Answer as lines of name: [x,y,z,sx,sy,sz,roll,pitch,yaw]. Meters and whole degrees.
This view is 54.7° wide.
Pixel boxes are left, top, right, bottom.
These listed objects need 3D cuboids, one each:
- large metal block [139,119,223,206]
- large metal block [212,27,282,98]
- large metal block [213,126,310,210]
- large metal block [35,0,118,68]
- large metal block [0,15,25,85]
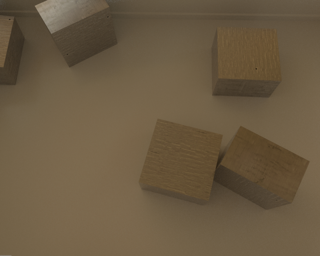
large metal block: [0.025,0.043,0.381,0.080,0.050,0.080,14,71,5]
large metal block: [0.116,-0.090,0.430,0.080,0.050,0.080,2,70,1]
large metal block: [0.111,0.050,0.363,0.080,0.080,0.050,29,73,10]
large metal block: [-0.112,-0.141,0.431,0.080,0.080,0.050,-30,73,-10]
large metal block: [-0.243,-0.109,0.430,0.081,0.050,0.080,3,70,-6]
